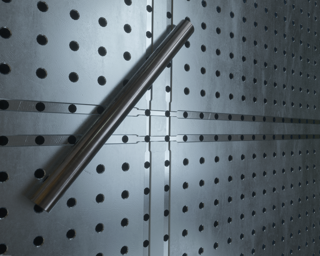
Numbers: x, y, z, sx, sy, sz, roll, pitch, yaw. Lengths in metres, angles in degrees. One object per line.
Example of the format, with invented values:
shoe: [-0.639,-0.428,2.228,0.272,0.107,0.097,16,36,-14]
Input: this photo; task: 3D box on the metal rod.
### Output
metal rod: [-0.041,-0.033,0.373,0.025,0.025,0.301,51,60,-28]
